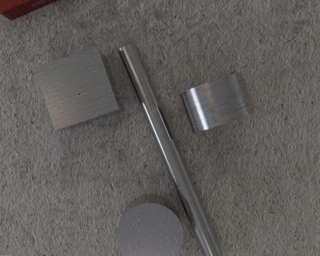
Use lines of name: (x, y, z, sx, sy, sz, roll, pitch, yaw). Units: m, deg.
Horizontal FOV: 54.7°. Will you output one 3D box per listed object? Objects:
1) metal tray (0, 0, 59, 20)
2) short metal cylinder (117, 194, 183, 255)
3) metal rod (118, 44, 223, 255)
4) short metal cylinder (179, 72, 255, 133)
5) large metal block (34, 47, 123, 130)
metal tray: (-0.164, -0.211, 0.406, 0.131, 0.030, 0.090, -24, 90, 0)
short metal cylinder: (-0.012, 0.130, 0.397, 0.081, 0.050, 0.079, 0, 90, 0)
metal rod: (0.014, 0.032, 0.409, 0.025, 0.025, 0.299, -23, 90, 0)
short metal cylinder: (0.070, -0.031, 0.383, 0.080, 0.080, 0.050, -19, 90, 0)
large metal block: (-0.100, -0.048, 0.397, 0.080, 0.050, 0.080, -19, 90, 0)
